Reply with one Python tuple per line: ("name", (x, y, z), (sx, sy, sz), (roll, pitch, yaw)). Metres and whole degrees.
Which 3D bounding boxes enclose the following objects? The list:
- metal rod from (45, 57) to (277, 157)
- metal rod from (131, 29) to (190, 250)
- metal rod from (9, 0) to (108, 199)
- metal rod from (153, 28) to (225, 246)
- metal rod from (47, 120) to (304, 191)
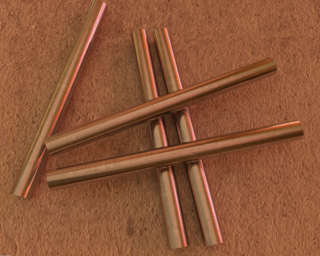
("metal rod", (0.008, -0.029, 0.390), (0.302, 0.025, 0.025), (-21, 72, -8))
("metal rod", (-0.005, 0.000, 0.407), (0.025, 0.025, 0.299), (-10, 70, -4))
("metal rod", (-0.131, -0.053, 0.426), (0.025, 0.025, 0.299), (14, 70, 5))
("metal rod", (0.032, -0.003, 0.409), (0.025, 0.025, 0.299), (-11, 70, -4))
("metal rod", (0.022, 0.031, 0.368), (0.302, 0.025, 0.025), (-11, 71, -4))
